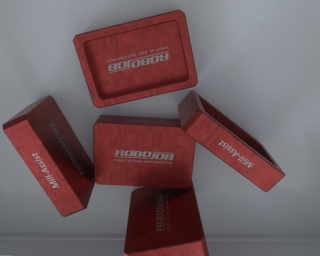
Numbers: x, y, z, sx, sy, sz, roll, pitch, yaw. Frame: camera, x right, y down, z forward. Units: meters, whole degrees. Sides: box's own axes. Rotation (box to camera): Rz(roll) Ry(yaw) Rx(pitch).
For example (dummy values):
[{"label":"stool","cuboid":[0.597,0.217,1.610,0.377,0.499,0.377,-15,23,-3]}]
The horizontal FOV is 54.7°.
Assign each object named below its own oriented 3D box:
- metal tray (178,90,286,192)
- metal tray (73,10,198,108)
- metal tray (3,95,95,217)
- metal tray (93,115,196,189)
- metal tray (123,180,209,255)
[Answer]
[{"label":"metal tray","cuboid":[0.083,0.013,0.380,0.130,0.090,0.030,36,107,-13]},{"label":"metal tray","cuboid":[-0.027,-0.083,0.376,0.131,0.030,0.089,-13,110,4]},{"label":"metal tray","cuboid":[-0.128,0.032,0.384,0.030,0.090,0.129,-24,109,7]},{"label":"metal tray","cuboid":[-0.021,0.033,0.417,0.131,0.030,0.089,3,110,-2]},{"label":"metal tray","cuboid":[0.006,0.118,0.396,0.090,0.130,0.030,-12,110,3]}]
